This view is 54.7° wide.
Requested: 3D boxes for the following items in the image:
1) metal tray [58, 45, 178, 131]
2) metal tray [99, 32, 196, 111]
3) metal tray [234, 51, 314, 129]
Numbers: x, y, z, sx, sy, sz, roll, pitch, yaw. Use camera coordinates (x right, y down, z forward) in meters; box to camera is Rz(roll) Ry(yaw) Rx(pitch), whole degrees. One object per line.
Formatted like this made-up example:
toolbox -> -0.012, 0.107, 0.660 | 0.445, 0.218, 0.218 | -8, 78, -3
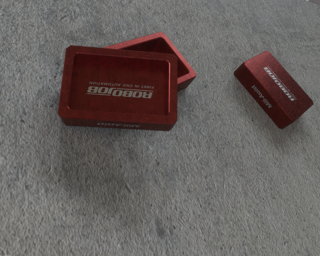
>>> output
metal tray -> -0.046, -0.046, 0.367 | 0.131, 0.030, 0.090 | 3, 72, -7
metal tray -> -0.021, -0.082, 0.438 | 0.131, 0.030, 0.090 | -29, 78, -37
metal tray -> 0.204, -0.071, 0.553 | 0.091, 0.030, 0.130 | -30, 79, -38
